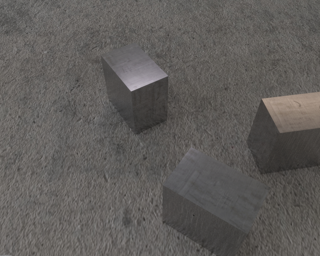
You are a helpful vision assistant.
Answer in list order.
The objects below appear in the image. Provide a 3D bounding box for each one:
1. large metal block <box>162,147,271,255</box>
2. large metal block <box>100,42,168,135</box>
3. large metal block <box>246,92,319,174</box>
[{"bbox_3d":[0.050,0.077,0.303,0.080,0.080,0.050,27,55,21],"label":"large metal block"},{"bbox_3d":[-0.033,-0.052,0.411,0.050,0.080,0.080,-26,55,-20],"label":"large metal block"},{"bbox_3d":[0.157,0.007,0.363,0.081,0.080,0.050,-7,51,-6],"label":"large metal block"}]
